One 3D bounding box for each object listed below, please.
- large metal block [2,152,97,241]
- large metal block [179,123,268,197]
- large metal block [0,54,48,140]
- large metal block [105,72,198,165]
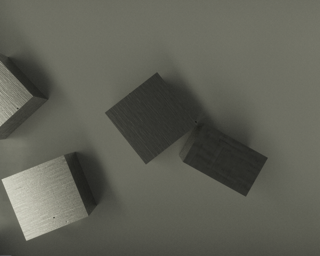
[{"bbox_3d":[-0.138,0.084,0.398,0.080,0.050,0.080,-22,90,0],"label":"large metal block"},{"bbox_3d":[0.073,0.035,0.384,0.080,0.080,0.050,29,90,0],"label":"large metal block"},{"bbox_3d":[-0.209,-0.041,0.397,0.080,0.050,0.080,-43,90,0],"label":"large metal block"},{"bbox_3d":[-0.010,-0.012,0.399,0.080,0.050,0.080,-38,90,0],"label":"large metal block"}]
